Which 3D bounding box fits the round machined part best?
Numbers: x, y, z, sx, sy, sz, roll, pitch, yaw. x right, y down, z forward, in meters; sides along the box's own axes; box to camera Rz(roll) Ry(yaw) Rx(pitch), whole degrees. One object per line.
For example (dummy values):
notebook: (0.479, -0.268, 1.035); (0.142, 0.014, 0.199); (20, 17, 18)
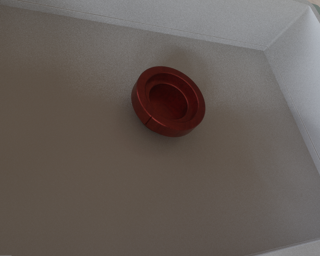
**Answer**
round machined part: (0.008, -0.031, 0.413); (0.099, 0.042, 0.098); (13, 56, -21)
